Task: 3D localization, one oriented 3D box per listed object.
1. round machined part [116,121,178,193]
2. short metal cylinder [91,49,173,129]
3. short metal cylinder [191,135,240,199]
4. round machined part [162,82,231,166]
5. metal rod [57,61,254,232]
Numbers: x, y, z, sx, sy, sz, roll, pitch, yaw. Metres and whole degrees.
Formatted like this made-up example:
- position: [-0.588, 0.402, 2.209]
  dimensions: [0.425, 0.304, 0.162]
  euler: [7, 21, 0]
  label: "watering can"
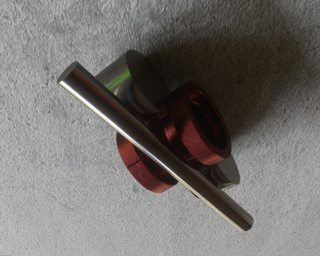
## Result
- position: [-0.005, 0.027, 0.382]
  dimensions: [0.042, 0.098, 0.098]
  euler: [-34, 123, 20]
  label: "round machined part"
- position: [-0.028, -0.038, 0.339]
  dimensions: [0.050, 0.080, 0.080]
  euler: [-32, 124, 24]
  label: "short metal cylinder"
- position: [0.064, 0.049, 0.415]
  dimensions: [0.050, 0.080, 0.080]
  euler: [-32, 124, 24]
  label: "short metal cylinder"
- position: [0.040, -0.001, 0.361]
  dimensions: [0.042, 0.098, 0.098]
  euler: [-29, 125, 28]
  label: "round machined part"
- position: [0.017, 0.039, 0.338]
  dimensions: [0.025, 0.025, 0.300]
  euler: [-33, 124, 24]
  label: "metal rod"
